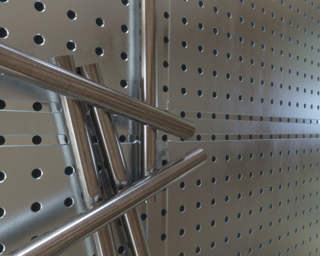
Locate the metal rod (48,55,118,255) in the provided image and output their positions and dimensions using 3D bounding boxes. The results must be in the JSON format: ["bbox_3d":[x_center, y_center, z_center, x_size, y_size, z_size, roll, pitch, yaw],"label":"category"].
[{"bbox_3d":[-0.076,0.071,0.346,0.025,0.025,0.298,-18,102,-39],"label":"metal rod"}]

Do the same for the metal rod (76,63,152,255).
[{"bbox_3d":[-0.046,0.072,0.372,0.025,0.025,0.298,-23,105,-38],"label":"metal rod"}]

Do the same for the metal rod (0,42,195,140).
[{"bbox_3d":[-0.074,-0.037,0.313,0.302,0.025,0.025,20,77,-38],"label":"metal rod"}]

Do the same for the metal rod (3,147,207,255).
[{"bbox_3d":[-0.055,0.088,0.330,0.302,0.025,0.025,-24,106,-37],"label":"metal rod"}]

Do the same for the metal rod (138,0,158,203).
[{"bbox_3d":[-0.015,-0.056,0.397,0.025,0.025,0.298,-1,91,-40],"label":"metal rod"}]
